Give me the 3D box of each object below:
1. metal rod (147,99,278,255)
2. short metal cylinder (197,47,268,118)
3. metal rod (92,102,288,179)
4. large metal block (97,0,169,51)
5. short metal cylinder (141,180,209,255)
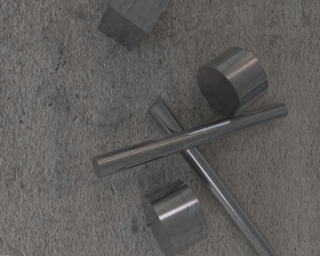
[{"bbox_3d":[0.082,0.086,0.439,0.025,0.025,0.300,-41,103,-15],"label":"metal rod"},{"bbox_3d":[0.096,-0.061,0.415,0.050,0.080,0.080,-36,102,-16],"label":"short metal cylinder"},{"bbox_3d":[0.060,0.008,0.407,0.303,0.025,0.025,-15,96,-28],"label":"metal rod"},{"bbox_3d":[-0.027,-0.148,0.370,0.050,0.080,0.080,32,80,-17],"label":"large metal block"},{"bbox_3d":[0.017,0.112,0.386,0.050,0.080,0.080,-21,97,-19],"label":"short metal cylinder"}]
